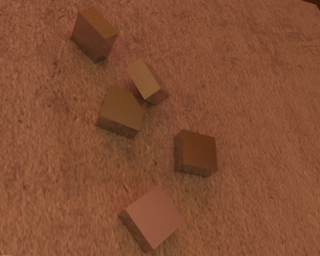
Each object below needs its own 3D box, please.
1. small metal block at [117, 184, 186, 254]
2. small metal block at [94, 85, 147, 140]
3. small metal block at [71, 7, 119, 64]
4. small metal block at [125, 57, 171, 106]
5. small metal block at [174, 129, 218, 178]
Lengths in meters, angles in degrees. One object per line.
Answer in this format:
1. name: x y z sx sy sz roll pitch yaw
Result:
1. small metal block: -0.009 0.099 0.340 0.050 0.025 0.050 -30 79 -38
2. small metal block: -0.049 -0.020 0.391 0.050 0.025 0.050 22 53 -15
3. small metal block: -0.089 -0.124 0.416 0.050 0.050 0.025 47 51 4
4. small metal block: -0.015 -0.061 0.418 0.050 0.025 0.050 58 12 13
5. small metal block: 0.047 0.034 0.410 0.050 0.025 0.050 15 56 -21
